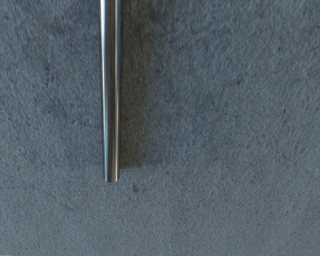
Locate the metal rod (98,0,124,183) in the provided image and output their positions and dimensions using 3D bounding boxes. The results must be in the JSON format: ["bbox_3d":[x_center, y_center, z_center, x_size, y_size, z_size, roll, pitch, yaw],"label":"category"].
[{"bbox_3d":[-0.058,-0.040,0.371,0.025,0.025,0.298,4,130,-4],"label":"metal rod"}]
